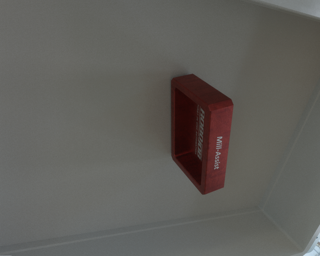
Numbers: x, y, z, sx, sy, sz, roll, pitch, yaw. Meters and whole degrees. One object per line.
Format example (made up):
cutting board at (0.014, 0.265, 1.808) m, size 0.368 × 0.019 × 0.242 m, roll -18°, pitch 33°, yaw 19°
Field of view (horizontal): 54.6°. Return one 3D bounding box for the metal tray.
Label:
metal tray at (0.048, 0.008, 0.393) m, size 0.030 × 0.090 × 0.129 m, roll -16°, pitch 125°, yaw -21°
